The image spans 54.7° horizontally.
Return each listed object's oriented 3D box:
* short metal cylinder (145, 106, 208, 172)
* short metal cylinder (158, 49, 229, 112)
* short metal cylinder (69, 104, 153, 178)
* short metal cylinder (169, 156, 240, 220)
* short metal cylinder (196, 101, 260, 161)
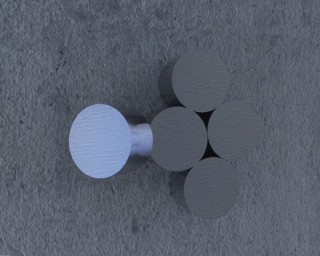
[{"bbox_3d":[0.014,0.013,0.402,0.081,0.050,0.080,0,90,-20],"label":"short metal cylinder"},{"bbox_3d":[0.044,-0.060,0.413,0.081,0.050,0.080,0,90,-20],"label":"short metal cylinder"},{"bbox_3d":[-0.055,0.014,0.355,0.080,0.050,0.080,-1,89,24],"label":"short metal cylinder"},{"bbox_3d":[0.059,0.077,0.419,0.081,0.050,0.080,0,90,-20],"label":"short metal cylinder"},{"bbox_3d":[0.090,0.004,0.430,0.081,0.050,0.080,0,90,-20],"label":"short metal cylinder"}]
